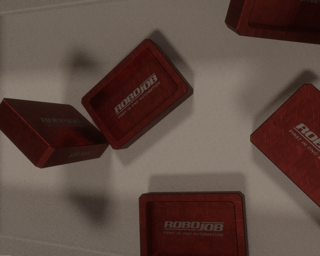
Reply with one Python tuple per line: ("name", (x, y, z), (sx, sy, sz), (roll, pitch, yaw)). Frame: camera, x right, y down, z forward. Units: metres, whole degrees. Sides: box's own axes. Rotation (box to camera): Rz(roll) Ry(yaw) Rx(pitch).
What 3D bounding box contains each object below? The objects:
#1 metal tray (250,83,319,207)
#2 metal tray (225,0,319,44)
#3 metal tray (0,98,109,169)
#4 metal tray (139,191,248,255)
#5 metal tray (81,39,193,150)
("metal tray", (0.179, 0.025, 0.345), (0.130, 0.030, 0.090), (46, 104, 14))
("metal tray", (0.138, -0.133, 0.302), (0.131, 0.030, 0.089), (1, 123, -17))
("metal tray", (-0.132, 0.004, 0.400), (0.090, 0.130, 0.030), (40, 103, 15))
("metal tray", (0.040, 0.126, 0.387), (0.130, 0.030, 0.090), (-5, 82, 19))
("metal tray", (-0.033, -0.043, 0.418), (0.130, 0.030, 0.090), (-39, 78, 15))
